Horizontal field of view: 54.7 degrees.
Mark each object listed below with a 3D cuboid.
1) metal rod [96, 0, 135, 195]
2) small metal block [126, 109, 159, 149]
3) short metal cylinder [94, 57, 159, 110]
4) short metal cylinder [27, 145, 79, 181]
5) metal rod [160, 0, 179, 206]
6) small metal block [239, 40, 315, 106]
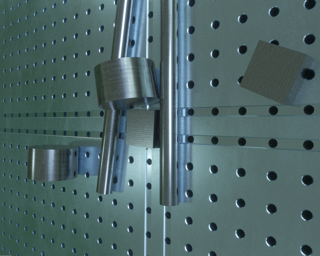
[{"bbox_3d":[-0.067,-0.048,0.464,0.025,0.025,0.298,12,98,39],"label":"metal rod"},{"bbox_3d":[-0.019,0.000,0.425,0.050,0.025,0.050,5,93,40],"label":"small metal block"},{"bbox_3d":[-0.043,-0.056,0.409,0.080,0.081,0.050,-12,84,39],"label":"short metal cylinder"},{"bbox_3d":[-0.179,0.057,0.522,0.080,0.081,0.050,4,93,40],"label":"short metal cylinder"},{"bbox_3d":[0.012,-0.051,0.399,0.025,0.025,0.298,0,90,40],"label":"metal rod"},{"bbox_3d":[0.117,-0.056,0.313,0.050,0.025,0.050,32,110,35],"label":"small metal block"}]
